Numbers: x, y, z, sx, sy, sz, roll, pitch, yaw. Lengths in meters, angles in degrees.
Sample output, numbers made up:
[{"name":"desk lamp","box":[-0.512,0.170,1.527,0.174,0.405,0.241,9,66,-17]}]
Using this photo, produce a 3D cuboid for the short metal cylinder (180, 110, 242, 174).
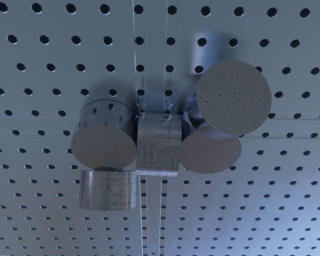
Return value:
[{"name":"short metal cylinder","box":[0.062,0.015,0.408,0.081,0.050,0.079,0,130,0]}]

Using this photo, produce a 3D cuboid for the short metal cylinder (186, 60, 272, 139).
[{"name":"short metal cylinder","box":[0.074,-0.029,0.343,0.081,0.080,0.050,7,171,-6]}]

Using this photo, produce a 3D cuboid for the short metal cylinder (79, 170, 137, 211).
[{"name":"short metal cylinder","box":[-0.073,0.085,0.440,0.081,0.050,0.080,1,174,0]}]

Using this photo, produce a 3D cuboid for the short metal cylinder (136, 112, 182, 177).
[{"name":"short metal cylinder","box":[-0.003,0.021,0.393,0.050,0.080,0.079,4,130,-4]}]

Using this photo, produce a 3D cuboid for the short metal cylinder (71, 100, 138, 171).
[{"name":"short metal cylinder","box":[-0.070,0.011,0.402,0.081,0.050,0.079,0,130,0]}]
